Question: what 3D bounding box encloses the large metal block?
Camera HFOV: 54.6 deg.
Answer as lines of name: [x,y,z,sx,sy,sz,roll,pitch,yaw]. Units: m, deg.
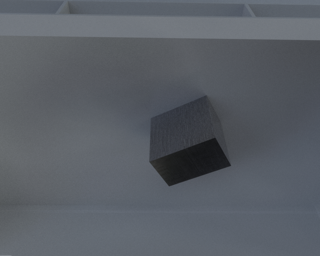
large metal block: [0.035,0.015,0.386,0.080,0.080,0.050,-22,127,17]
